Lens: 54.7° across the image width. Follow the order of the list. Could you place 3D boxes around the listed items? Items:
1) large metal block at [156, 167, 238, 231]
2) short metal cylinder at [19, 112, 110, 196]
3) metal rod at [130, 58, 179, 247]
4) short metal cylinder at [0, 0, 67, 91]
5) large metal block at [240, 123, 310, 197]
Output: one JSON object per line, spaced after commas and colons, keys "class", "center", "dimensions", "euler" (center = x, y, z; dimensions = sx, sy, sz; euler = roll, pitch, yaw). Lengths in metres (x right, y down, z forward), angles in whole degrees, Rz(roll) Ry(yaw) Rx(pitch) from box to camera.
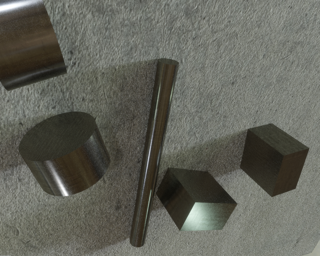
{"class": "large metal block", "center": [0.053, 0.106, 0.466], "dimensions": [0.081, 0.080, 0.050], "euler": [11, 113, -33]}
{"class": "short metal cylinder", "center": [-0.100, 0.026, 0.333], "dimensions": [0.081, 0.080, 0.050], "euler": [-24, 127, -14]}
{"class": "metal rod", "center": [-0.013, 0.052, 0.431], "dimensions": [0.025, 0.025, 0.298], "euler": [-5, 121, -26]}
{"class": "short metal cylinder", "center": [-0.117, -0.077, 0.260], "dimensions": [0.050, 0.080, 0.080], "euler": [-21, 127, -16]}
{"class": "large metal block", "center": [0.181, 0.050, 0.501], "dimensions": [0.050, 0.080, 0.079], "euler": [-12, 124, -22]}
